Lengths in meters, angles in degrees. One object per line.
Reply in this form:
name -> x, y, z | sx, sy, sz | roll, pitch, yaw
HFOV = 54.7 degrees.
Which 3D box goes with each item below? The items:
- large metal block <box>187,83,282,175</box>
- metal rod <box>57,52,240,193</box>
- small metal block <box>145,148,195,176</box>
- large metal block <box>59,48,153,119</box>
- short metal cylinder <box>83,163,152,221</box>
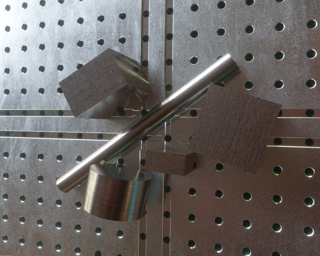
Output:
large metal block -> 0.088, 0.000, 0.365 | 0.080, 0.050, 0.080 | 20, 97, 18
metal rod -> -0.027, 0.001, 0.420 | 0.300, 0.025, 0.025 | -36, 79, 16
small metal block -> 0.014, 0.042, 0.394 | 0.050, 0.050, 0.025 | 6, 92, 19
large metal block -> -0.068, -0.053, 0.407 | 0.080, 0.080, 0.050 | -30, 81, 17
short metal cylinder -> -0.055, 0.081, 0.401 | 0.080, 0.080, 0.050 | 12, 94, 19
